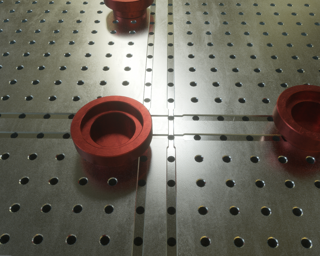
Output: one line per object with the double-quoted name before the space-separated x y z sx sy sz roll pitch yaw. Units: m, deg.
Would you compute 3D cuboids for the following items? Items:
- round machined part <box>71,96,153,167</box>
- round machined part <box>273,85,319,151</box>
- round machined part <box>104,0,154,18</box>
"round machined part" -0.058 0.008 0.390 0.099 0.042 0.098 0 50 0
"round machined part" 0.197 -0.008 0.405 0.099 0.042 0.098 0 50 0
"round machined part" -0.061 -0.252 0.608 0.099 0.042 0.098 0 50 0
